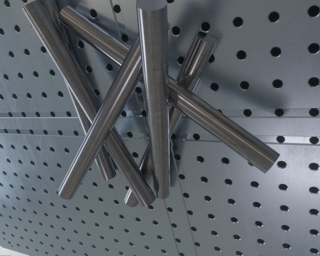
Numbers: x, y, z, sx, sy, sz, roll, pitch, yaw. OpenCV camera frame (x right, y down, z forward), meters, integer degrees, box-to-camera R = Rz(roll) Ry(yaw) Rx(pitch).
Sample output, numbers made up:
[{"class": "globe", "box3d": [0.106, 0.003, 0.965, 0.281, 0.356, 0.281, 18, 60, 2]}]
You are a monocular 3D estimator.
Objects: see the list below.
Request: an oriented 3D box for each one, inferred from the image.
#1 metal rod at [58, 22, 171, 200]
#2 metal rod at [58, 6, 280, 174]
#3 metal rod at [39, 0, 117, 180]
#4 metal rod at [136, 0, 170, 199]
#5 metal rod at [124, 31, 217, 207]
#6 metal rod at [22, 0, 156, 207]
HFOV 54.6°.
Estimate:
[{"class": "metal rod", "box3d": [-0.071, -0.003, 0.382, 0.025, 0.025, 0.298, 37, 125, 3]}, {"class": "metal rod", "box3d": [-0.001, -0.052, 0.351, 0.300, 0.025, 0.025, 38, 130, 14]}, {"class": "metal rod", "box3d": [-0.117, -0.054, 0.440, 0.025, 0.025, 0.299, 0, 118, 28]}, {"class": "metal rod", "box3d": [-0.002, -0.001, 0.360, 0.025, 0.025, 0.299, 18, 142, 18]}, {"class": "metal rod", "box3d": [0.001, 0.012, 0.418, 0.025, 0.025, 0.298, 31, 128, 8]}, {"class": "metal rod", "box3d": [-0.085, -0.020, 0.410, 0.025, 0.025, 0.299, -17, 110, 35]}]
